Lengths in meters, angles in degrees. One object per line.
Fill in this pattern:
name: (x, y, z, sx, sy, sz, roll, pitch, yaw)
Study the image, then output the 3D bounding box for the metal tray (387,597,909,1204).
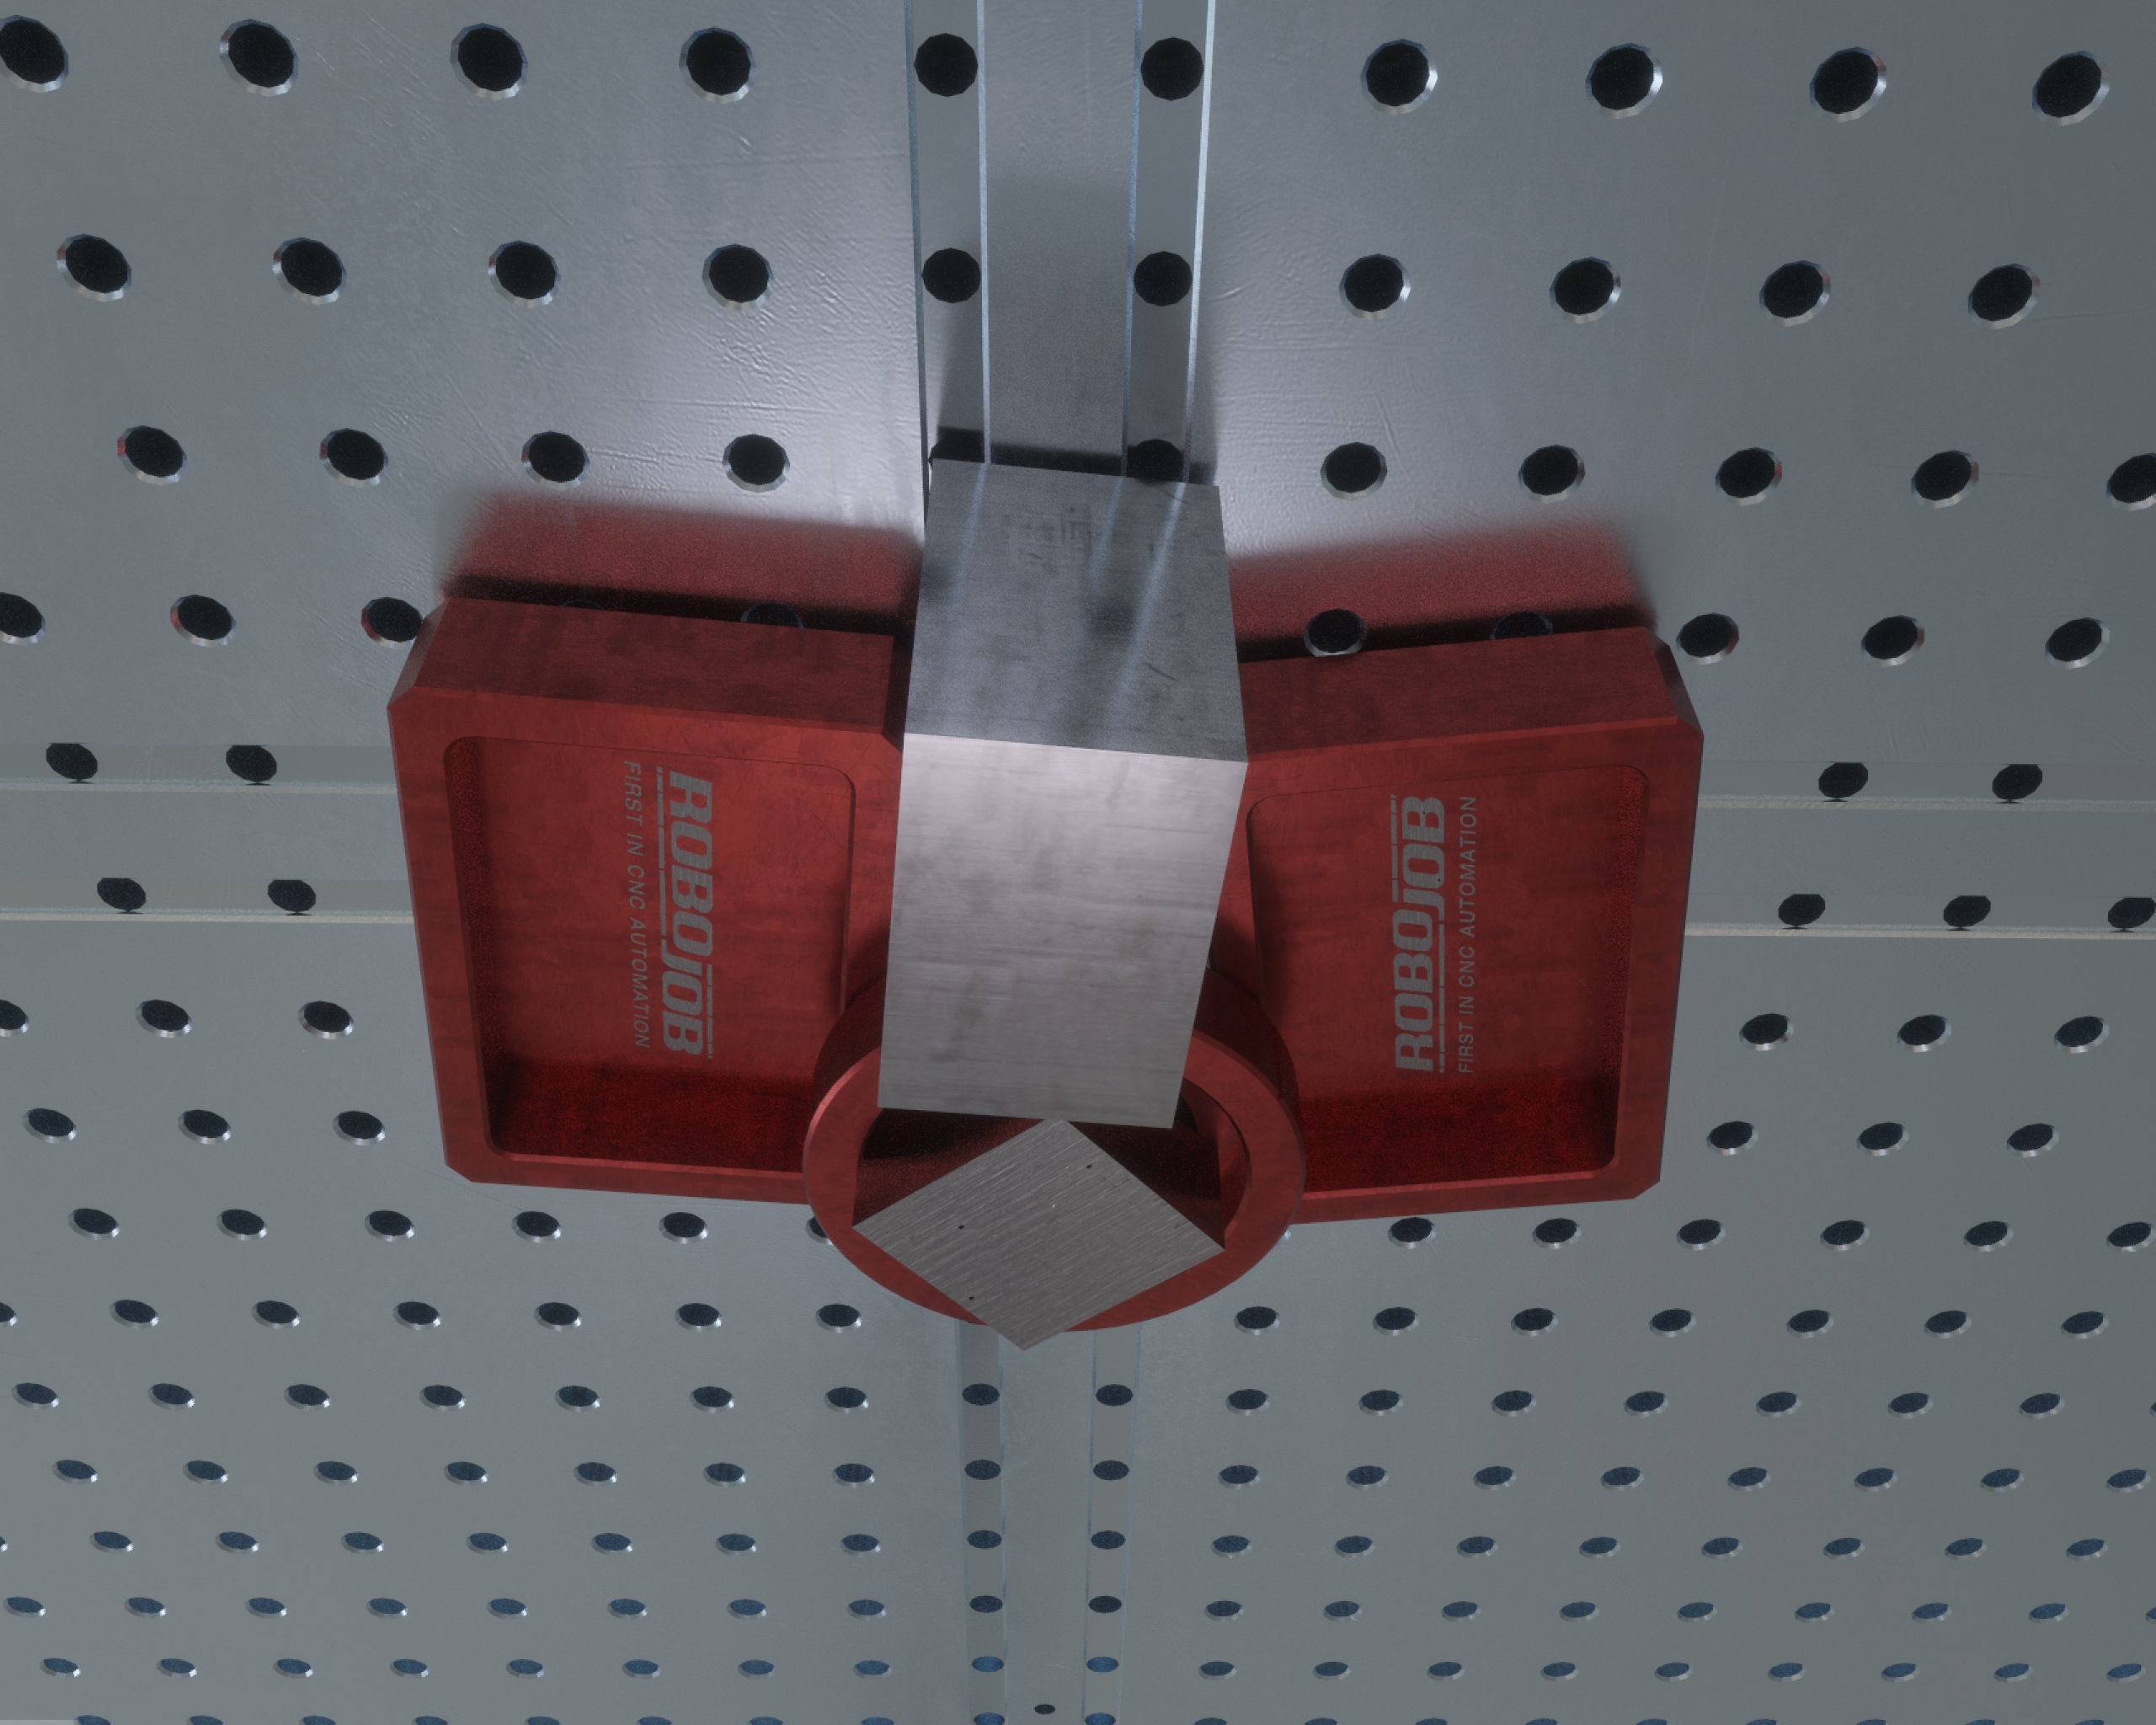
metal tray: (-0.081, 0.013, 0.413, 0.091, 0.030, 0.129, 5, 130, -4)

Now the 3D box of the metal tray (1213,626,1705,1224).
metal tray: (0.072, 0.018, 0.419, 0.091, 0.030, 0.129, -5, 130, 4)

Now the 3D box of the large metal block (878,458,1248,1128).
large metal block: (-0.005, -0.012, 0.360, 0.050, 0.080, 0.079, 5, 130, -4)

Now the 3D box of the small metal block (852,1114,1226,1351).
small metal block: (-0.007, 0.063, 0.405, 0.050, 0.025, 0.050, -32, 124, 24)

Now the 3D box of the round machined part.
round machined part: (-0.004, 0.049, 0.425, 0.099, 0.042, 0.097, 0, 130, 0)
